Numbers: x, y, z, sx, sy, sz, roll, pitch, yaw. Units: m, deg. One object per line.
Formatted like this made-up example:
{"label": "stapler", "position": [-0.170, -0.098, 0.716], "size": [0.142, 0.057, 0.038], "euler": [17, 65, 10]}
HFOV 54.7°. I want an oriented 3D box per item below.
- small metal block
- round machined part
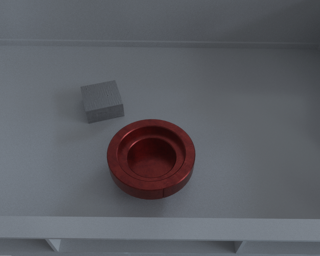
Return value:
{"label": "small metal block", "position": [-0.081, -0.037, 0.435], "size": [0.050, 0.025, 0.050], "euler": [-13, 51, -11]}
{"label": "round machined part", "position": [-0.010, 0.040, 0.361], "size": [0.099, 0.042, 0.098], "euler": [0, 50, 0]}
